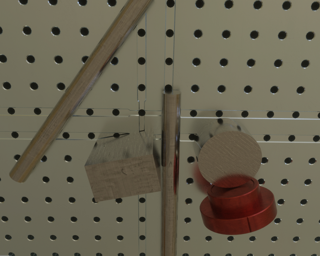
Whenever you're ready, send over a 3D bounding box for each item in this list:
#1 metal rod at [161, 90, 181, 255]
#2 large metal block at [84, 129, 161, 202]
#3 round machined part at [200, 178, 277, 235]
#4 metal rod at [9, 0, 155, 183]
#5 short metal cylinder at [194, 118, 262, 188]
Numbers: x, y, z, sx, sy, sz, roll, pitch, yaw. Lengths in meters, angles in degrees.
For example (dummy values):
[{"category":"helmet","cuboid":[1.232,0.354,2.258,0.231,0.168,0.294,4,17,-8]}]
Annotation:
[{"category":"metal rod","cuboid":[0.014,0.094,0.448,0.025,0.025,0.298,0,110,-1]},{"category":"large metal block","cuboid":[-0.043,0.046,0.400,0.080,0.080,0.050,-10,110,3]},{"category":"round machined part","cuboid":[0.101,0.096,0.412,0.098,0.098,0.042,-14,100,5]},{"category":"metal rod","cuboid":[-0.108,-0.043,0.395,0.025,0.025,0.299,36,106,-13]},{"category":"short metal cylinder","cuboid":[0.088,0.032,0.413,0.081,0.050,0.079,0,110,-1]}]
